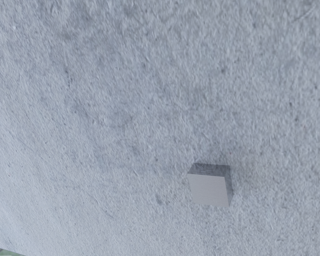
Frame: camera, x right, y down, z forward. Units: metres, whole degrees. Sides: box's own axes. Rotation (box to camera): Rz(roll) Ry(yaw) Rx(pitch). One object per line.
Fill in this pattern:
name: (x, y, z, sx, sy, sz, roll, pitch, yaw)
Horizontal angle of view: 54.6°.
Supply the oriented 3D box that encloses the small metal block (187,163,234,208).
small metal block: (0.069, 0.077, 0.418, 0.050, 0.025, 0.050, 1, 119, 28)
